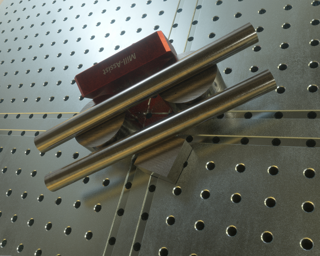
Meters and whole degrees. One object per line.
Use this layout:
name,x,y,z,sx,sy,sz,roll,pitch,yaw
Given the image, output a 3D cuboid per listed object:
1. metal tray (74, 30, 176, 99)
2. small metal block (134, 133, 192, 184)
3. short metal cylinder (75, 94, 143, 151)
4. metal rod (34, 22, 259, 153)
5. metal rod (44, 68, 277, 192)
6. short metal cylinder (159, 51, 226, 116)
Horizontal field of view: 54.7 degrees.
metal tray,-0.041,-0.081,0.434,0.130,0.090,0.030,-25,85,12
small metal block,0.004,0.035,0.382,0.050,0.025,0.050,16,70,34
short metal cylinder,-0.070,0.001,0.427,0.080,0.050,0.080,-13,56,20
metal rod,-0.025,-0.044,0.381,0.301,0.025,0.025,-26,53,11
metal rod,-0.009,0.008,0.373,0.301,0.025,0.025,-25,53,12
short metal cylinder,0.042,-0.053,0.402,0.080,0.050,0.080,-13,56,20
